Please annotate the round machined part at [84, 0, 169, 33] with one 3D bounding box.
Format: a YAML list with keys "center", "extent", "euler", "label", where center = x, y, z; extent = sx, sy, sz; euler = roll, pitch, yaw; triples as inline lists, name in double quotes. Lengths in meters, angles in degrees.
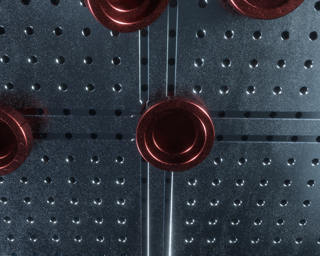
- center: [-0.037, -0.156, 0.329]
  extent: [0.099, 0.042, 0.097]
  euler: [-22, 141, -19]
  label: "round machined part"

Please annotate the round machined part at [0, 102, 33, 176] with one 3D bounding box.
- center: [-0.216, 0.010, 0.406]
  extent: [0.099, 0.042, 0.097]
  euler: [0, 110, 0]
  label: "round machined part"

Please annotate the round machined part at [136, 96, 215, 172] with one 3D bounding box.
- center: [0.019, 0.005, 0.406]
  extent: [0.099, 0.042, 0.097]
  euler: [0, 110, 0]
  label: "round machined part"

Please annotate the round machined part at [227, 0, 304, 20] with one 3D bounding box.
- center: [0.116, -0.171, 0.342]
  extent: [0.099, 0.042, 0.097]
  euler: [0, 110, 0]
  label: "round machined part"
